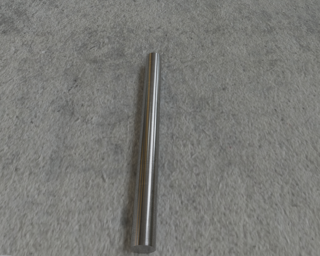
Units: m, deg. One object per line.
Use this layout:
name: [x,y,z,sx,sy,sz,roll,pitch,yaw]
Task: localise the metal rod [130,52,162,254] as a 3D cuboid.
metal rod: [-0.013,0.004,0.399,0.025,0.025,0.300,1,50,1]
